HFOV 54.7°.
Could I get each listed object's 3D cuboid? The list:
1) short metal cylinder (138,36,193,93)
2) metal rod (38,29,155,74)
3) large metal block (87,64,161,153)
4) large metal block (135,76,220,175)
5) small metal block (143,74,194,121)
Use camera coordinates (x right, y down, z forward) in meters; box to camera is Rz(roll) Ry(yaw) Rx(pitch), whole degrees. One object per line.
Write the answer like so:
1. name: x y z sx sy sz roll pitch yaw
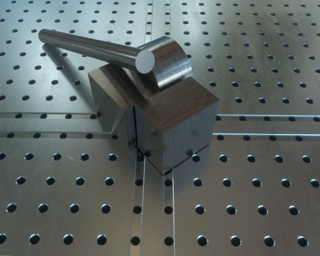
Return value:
1. short metal cylinder: -0.003 -0.071 0.398 0.050 0.080 0.080 -30 56 -23
2. metal rod: -0.108 -0.116 0.436 0.025 0.025 0.300 -34 37 -25
3. large metal block: -0.044 -0.029 0.397 0.050 0.080 0.080 -31 57 -23
4. large metal block: 0.020 -0.003 0.372 0.081 0.080 0.050 -31 57 -23
5. small metal block: 0.012 -0.045 0.446 0.050 0.025 0.050 -34 58 -26
